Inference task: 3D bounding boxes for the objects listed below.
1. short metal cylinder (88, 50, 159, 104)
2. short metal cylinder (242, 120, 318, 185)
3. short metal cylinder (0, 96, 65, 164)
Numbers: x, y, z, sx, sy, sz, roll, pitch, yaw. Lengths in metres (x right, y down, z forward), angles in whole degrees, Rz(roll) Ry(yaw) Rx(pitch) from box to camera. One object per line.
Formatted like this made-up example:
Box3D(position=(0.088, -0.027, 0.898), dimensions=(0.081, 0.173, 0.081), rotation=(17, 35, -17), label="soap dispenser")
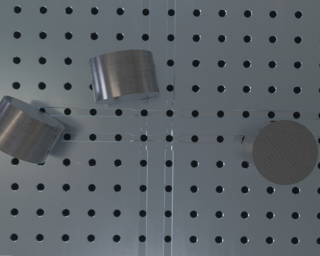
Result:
Box3D(position=(-0.045, -0.061, 0.385), dimensions=(0.080, 0.080, 0.050), rotation=(-10, 90, 0), label="short metal cylinder")
Box3D(position=(0.153, 0.030, 0.402), dimensions=(0.081, 0.050, 0.079), rotation=(0, 90, 0), label="short metal cylinder")
Box3D(position=(-0.168, 0.002, 0.384), dimensions=(0.080, 0.080, 0.050), rotation=(31, 90, 0), label="short metal cylinder")
